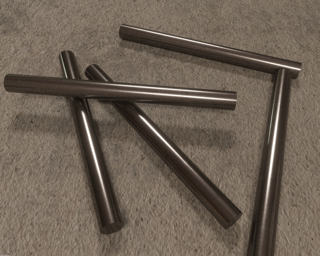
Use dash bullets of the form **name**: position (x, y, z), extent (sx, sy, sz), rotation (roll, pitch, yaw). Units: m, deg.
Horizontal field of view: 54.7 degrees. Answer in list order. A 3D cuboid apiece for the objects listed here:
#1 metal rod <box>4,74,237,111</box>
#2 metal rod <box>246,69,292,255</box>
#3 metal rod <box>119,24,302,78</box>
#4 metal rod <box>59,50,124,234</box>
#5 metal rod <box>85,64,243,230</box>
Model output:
- **metal rod**: position (-0.053, -0.048, 0.408), extent (0.302, 0.025, 0.025), rotation (5, 50, 3)
- **metal rod**: position (0.139, 0.029, 0.380), extent (0.025, 0.025, 0.301), rotation (15, 51, 12)
- **metal rod**: position (0.074, -0.130, 0.513), extent (0.301, 0.025, 0.025), rotation (16, 52, 13)
- **metal rod**: position (-0.099, -0.006, 0.406), extent (0.025, 0.025, 0.299), rotation (-15, 52, -13)
- **metal rod**: position (-0.013, 0.005, 0.398), extent (0.025, 0.025, 0.300), rotation (-30, 56, -23)
